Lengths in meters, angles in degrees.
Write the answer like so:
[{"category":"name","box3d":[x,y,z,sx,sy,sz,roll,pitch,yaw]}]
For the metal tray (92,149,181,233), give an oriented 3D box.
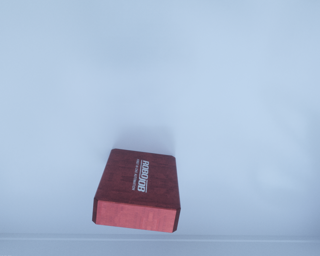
[{"category":"metal tray","box3d":[-0.025,0.070,0.381,0.090,0.130,0.030,8,110,-3]}]
